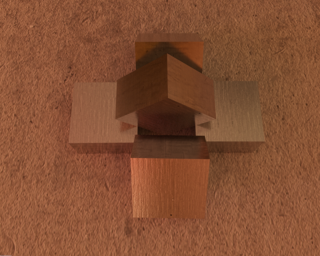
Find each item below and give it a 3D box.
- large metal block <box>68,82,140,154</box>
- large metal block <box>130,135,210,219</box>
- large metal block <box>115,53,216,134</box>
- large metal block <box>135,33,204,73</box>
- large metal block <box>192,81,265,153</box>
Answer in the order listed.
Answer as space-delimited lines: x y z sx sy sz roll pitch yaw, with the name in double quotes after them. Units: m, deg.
-0.067 -0.012 0.399 0.081 0.050 0.080 0 70 -1 "large metal block"
0.011 0.055 0.354 0.081 0.079 0.050 1 27 1 "large metal block"
0.007 -0.033 0.357 0.080 0.080 0.050 -19 64 40 "large metal block"
0.011 -0.094 0.408 0.081 0.080 0.050 0 114 0 "large metal block"
0.082 -0.013 0.399 0.081 0.050 0.080 0 70 -1 "large metal block"
